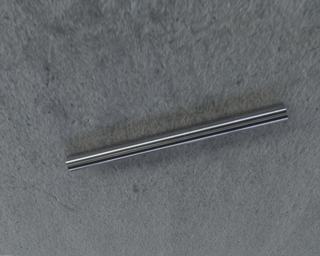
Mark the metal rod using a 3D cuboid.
[{"bbox_3d":[0.014,0.015,0.420,0.301,0.025,0.025,-14,129,11],"label":"metal rod"}]
